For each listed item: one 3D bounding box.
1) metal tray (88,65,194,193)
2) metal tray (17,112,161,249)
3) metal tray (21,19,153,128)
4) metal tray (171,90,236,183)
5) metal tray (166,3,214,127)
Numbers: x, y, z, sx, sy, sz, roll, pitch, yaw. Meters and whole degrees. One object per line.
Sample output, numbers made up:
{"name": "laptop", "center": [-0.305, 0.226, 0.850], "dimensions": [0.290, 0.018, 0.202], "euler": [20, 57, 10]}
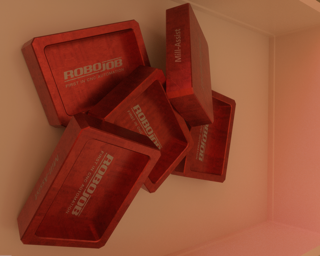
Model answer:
{"name": "metal tray", "center": [-0.015, 0.004, 0.363], "dimensions": [0.090, 0.030, 0.130], "euler": [-47, 133, -22]}
{"name": "metal tray", "center": [-0.069, 0.058, 0.307], "dimensions": [0.091, 0.030, 0.129], "euler": [22, 105, -38]}
{"name": "metal tray", "center": [-0.070, -0.063, 0.343], "dimensions": [0.131, 0.030, 0.089], "euler": [-26, 107, -37]}
{"name": "metal tray", "center": [0.066, 0.011, 0.459], "dimensions": [0.091, 0.030, 0.129], "euler": [16, 80, -39]}
{"name": "metal tray", "center": [0.038, -0.077, 0.390], "dimensions": [0.090, 0.030, 0.130], "euler": [44, 41, -56]}
